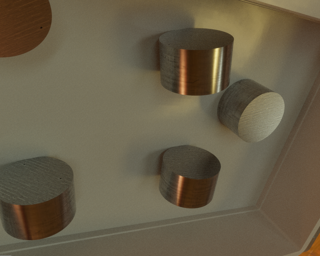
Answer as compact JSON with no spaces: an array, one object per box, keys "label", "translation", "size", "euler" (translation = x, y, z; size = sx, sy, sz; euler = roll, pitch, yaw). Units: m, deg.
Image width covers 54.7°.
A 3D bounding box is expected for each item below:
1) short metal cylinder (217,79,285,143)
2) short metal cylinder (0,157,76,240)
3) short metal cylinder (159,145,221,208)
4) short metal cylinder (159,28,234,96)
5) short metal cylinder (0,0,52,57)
[{"label":"short metal cylinder","translation":[0.132,-0.025,0.451],"size":[0.081,0.050,0.079],"euler":[-14,125,-21]},{"label":"short metal cylinder","translation":[-0.137,0.076,0.346],"size":[0.081,0.080,0.050],"euler":[-10,123,-24]},{"label":"short metal cylinder","translation":[0.041,0.067,0.439],"size":[0.081,0.080,0.050],"euler":[-7,122,-25]},{"label":"short metal cylinder","translation":[0.040,-0.077,0.349],"size":[0.081,0.080,0.050],"euler":[-15,125,-20]},{"label":"short metal cylinder","translation":[-0.130,-0.103,0.242],"size":[0.081,0.050,0.080],"euler":[-15,145,-11]}]
